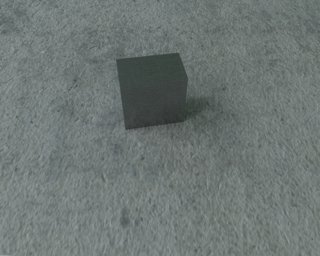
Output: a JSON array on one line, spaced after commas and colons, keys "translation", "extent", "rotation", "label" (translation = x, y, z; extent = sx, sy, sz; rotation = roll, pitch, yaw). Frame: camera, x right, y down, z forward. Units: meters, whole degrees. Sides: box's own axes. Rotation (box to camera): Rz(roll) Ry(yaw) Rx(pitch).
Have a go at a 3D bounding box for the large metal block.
[{"translation": [-0.011, -0.047, 0.407], "extent": [0.081, 0.080, 0.050], "rotation": [-8, 51, -7], "label": "large metal block"}]
